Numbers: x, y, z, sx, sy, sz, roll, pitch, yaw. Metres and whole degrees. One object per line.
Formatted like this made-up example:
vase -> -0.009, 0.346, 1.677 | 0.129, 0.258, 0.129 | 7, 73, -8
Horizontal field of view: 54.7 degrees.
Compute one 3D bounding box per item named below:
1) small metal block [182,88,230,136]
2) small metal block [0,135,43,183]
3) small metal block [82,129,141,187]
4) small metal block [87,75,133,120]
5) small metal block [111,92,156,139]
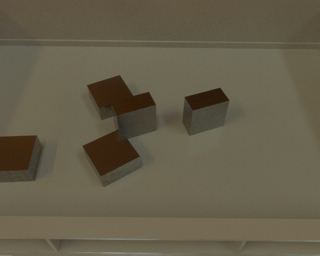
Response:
small metal block -> 0.059, -0.021, 0.407 | 0.050, 0.050, 0.025 | -16, 52, -13
small metal block -> -0.175, 0.037, 0.372 | 0.050, 0.025, 0.050 | -2, 50, -2
small metal block -> -0.058, 0.035, 0.375 | 0.050, 0.025, 0.050 | -26, 55, -21
small metal block -> -0.070, -0.044, 0.441 | 0.050, 0.025, 0.050 | -21, 53, -17
small metal block -> -0.033, -0.014, 0.401 | 0.050, 0.050, 0.025 | -17, 52, -14
